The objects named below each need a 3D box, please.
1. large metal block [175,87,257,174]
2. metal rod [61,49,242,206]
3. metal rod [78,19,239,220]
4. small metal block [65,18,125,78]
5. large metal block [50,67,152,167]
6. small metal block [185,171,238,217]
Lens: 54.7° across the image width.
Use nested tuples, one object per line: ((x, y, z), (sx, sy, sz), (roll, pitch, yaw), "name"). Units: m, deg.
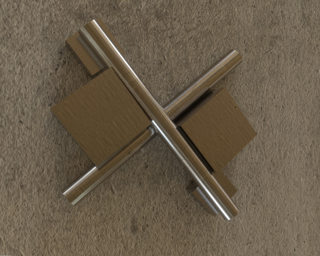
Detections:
((0.070, 0.003, 0.423), (0.080, 0.050, 0.080), (-41, 103, -15), "large metal block")
((0.000, -0.010, 0.411), (0.301, 0.025, 0.025), (-41, 103, -16), "metal rod")
((0.007, -0.001, 0.386), (0.025, 0.025, 0.300), (-41, 103, -15), "metal rod")
((-0.080, -0.097, 0.381), (0.050, 0.025, 0.050), (-39, 103, -16), "small metal block")
((-0.071, -0.013, 0.369), (0.080, 0.050, 0.080), (-39, 103, -16), "large metal block")
((0.073, 0.087, 0.438), (0.050, 0.025, 0.050), (-45, 104, -15), "small metal block")
